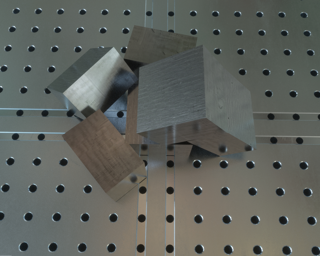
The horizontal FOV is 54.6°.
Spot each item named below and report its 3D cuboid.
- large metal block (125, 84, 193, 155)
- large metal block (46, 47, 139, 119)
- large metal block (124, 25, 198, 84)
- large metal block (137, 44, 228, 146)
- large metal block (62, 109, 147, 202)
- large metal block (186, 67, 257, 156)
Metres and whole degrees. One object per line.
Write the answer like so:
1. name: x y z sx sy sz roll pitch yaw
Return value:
1. large metal block: -0.001 -0.010 0.402 0.080 0.050 0.080 1 70 0
2. large metal block: -0.088 -0.057 0.396 0.080 0.080 0.050 -47 121 -15
3. large metal block: 0.002 -0.084 0.414 0.080 0.080 0.050 12 71 5
4. large metal block: 0.023 -0.032 0.337 0.080 0.050 0.080 -13 65 32
5. large metal block: -0.062 0.036 0.368 0.050 0.080 0.080 -38 75 -13
6. large metal block: 0.075 -0.016 0.380 0.050 0.080 0.080 -15 65 35
